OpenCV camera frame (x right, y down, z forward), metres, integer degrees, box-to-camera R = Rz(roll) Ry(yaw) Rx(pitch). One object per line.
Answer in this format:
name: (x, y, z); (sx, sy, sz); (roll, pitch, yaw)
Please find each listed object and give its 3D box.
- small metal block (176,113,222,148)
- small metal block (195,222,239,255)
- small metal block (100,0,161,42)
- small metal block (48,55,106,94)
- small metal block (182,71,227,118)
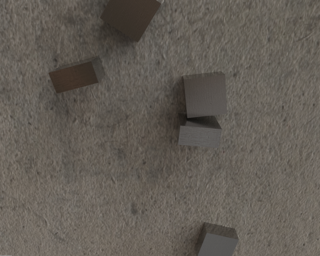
small metal block: (0.048, 0.002, 0.398); (0.050, 0.050, 0.025); (5, 110, -3)
small metal block: (0.086, 0.178, 0.477); (0.050, 0.025, 0.050); (14, 109, -6)
small metal block: (-0.033, -0.136, 0.359); (0.050, 0.025, 0.050); (31, 107, -11)
small metal block: (-0.097, -0.065, 0.371); (0.050, 0.050, 0.025); (-14, 110, 5)
small metal block: (0.057, -0.043, 0.395); (0.050, 0.025, 0.050); (-6, 110, 2)
